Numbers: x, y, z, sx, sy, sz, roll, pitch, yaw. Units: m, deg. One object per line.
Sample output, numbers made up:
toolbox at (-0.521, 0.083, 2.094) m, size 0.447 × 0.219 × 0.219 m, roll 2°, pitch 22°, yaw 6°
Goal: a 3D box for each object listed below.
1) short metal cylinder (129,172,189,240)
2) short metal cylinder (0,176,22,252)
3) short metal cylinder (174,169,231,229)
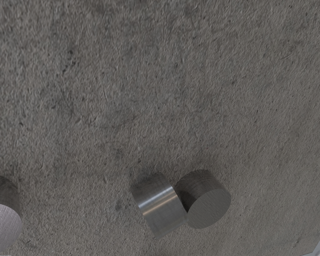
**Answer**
short metal cylinder at (-0.002, 0.109, 0.437) m, size 0.050 × 0.080 × 0.080 m, roll -28°, pitch 128°, yaw -10°
short metal cylinder at (-0.198, 0.097, 0.342) m, size 0.081 × 0.050 × 0.079 m, roll -14°, pitch 124°, yaw -21°
short metal cylinder at (0.066, 0.114, 0.497) m, size 0.081 × 0.050 × 0.079 m, roll -14°, pitch 124°, yaw -21°
